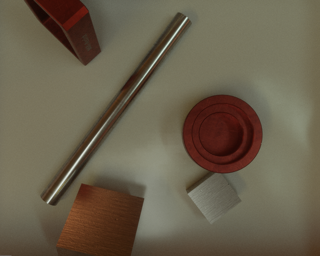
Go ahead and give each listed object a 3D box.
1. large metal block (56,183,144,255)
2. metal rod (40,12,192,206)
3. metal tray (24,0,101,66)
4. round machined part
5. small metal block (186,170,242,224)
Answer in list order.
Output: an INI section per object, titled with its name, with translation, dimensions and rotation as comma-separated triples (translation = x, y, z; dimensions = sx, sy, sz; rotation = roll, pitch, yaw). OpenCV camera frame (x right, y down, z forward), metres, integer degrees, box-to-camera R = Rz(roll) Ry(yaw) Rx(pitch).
[large metal block]
translation = -0.070, 0.123, 0.378
dimensions = 0.080, 0.050, 0.080
rotation = 14, 48, -1
[metal rod]
translation = -0.057, -0.025, 0.410
dimensions = 0.025, 0.025, 0.299
rotation = 37, 90, -1
[metal tray]
translation = -0.116, -0.129, 0.356
dimensions = 0.090, 0.130, 0.030
rotation = 44, 83, -1
[round machined part]
translation = 0.078, 0.008, 0.402
dimensions = 0.099, 0.042, 0.097
rotation = 0, 86, -1
[small metal block]
translation = 0.071, 0.090, 0.412
dimensions = 0.050, 0.025, 0.050
rotation = -37, 91, 0
